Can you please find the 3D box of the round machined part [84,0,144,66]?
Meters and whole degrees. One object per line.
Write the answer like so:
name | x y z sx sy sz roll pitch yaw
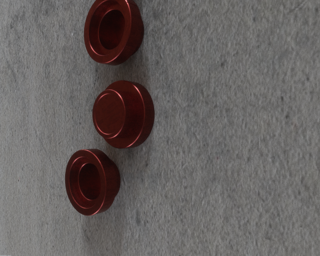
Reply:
round machined part | -0.061 -0.138 0.442 0.098 0.042 0.097 0 90 39

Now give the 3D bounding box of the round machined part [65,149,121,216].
round machined part | -0.099 0.080 0.473 0.098 0.042 0.097 0 90 39

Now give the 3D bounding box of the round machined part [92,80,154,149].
round machined part | -0.058 -0.019 0.440 0.098 0.042 0.097 0 90 39
